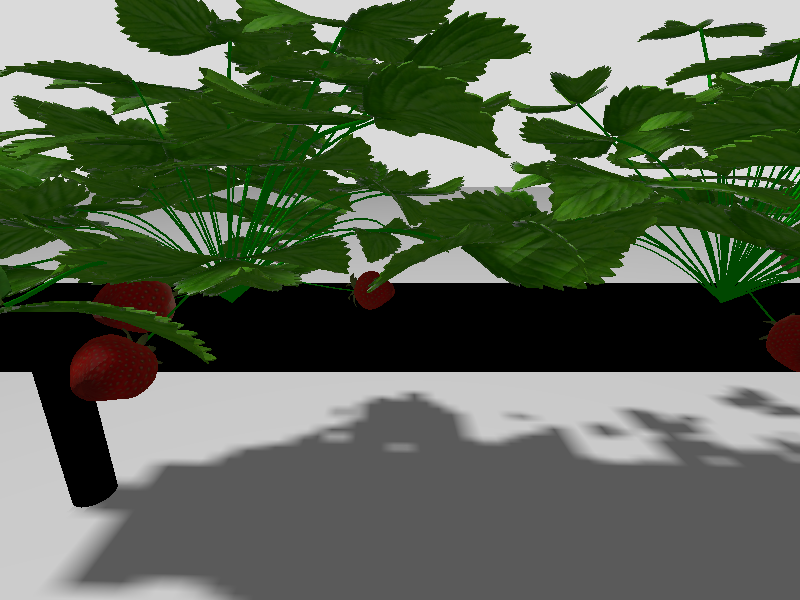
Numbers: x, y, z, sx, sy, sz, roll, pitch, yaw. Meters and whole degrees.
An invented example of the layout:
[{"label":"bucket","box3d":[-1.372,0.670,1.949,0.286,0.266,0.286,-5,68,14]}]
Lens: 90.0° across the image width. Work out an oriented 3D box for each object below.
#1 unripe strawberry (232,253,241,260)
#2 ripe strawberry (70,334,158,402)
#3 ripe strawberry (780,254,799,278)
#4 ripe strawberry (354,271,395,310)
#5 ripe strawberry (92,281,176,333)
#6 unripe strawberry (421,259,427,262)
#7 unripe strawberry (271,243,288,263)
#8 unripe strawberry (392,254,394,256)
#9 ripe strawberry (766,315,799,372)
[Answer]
[{"label":"unripe strawberry","box3d":[-0.220,-0.064,0.542,0.018,0.021,0.020,-6,-37,-18]},{"label":"ripe strawberry","box3d":[-0.147,0.036,0.203,0.038,0.033,0.038,-1,18,-2]},{"label":"ripe strawberry","box3d":[0.465,-0.046,0.460,0.041,0.041,0.038,-5,18,-31]},{"label":"ripe strawberry","box3d":[-0.021,-0.008,0.342,0.034,0.033,0.037,3,18,8]},{"label":"ripe strawberry","box3d":[-0.191,0.004,0.285,0.051,0.045,0.046,8,20,23]},{"label":"unripe strawberry","box3d":[0.031,-0.061,0.529,0.021,0.022,0.020,-16,23,-40]},{"label":"unripe strawberry","box3d":[-0.156,-0.062,0.527,0.026,0.028,0.029,0,14,-1]},{"label":"unripe strawberry","box3d":[-0.005,-0.050,0.475,0.010,0.010,0.009,-13,22,-36]},{"label":"ripe strawberry","box3d":[0.235,0.027,0.234,0.029,0.033,0.032,8,20,23]}]
